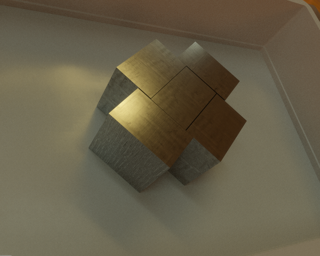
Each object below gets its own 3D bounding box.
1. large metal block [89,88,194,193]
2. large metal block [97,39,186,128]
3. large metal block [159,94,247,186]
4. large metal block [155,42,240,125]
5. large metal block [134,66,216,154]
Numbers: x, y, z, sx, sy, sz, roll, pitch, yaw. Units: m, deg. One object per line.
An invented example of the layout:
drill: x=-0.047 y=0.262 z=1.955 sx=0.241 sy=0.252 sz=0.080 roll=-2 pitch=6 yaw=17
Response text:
large metal block: x=-0.024 y=0.017 z=0.348 sx=0.080 sy=0.080 sz=0.050 roll=42 pitch=51 yaw=0
large metal block: x=-0.024 y=-0.053 z=0.389 sx=0.050 sy=0.080 sz=0.080 roll=43 pitch=51 yaw=0
large metal block: x=0.051 y=0.016 z=0.389 sx=0.050 sy=0.080 sz=0.080 roll=43 pitch=51 yaw=0
large metal block: x=0.048 y=-0.057 z=0.432 sx=0.080 sy=0.080 sz=0.050 roll=42 pitch=51 yaw=0
large metal block: x=0.013 y=-0.019 z=0.389 sx=0.050 sy=0.080 sz=0.080 roll=43 pitch=51 yaw=0
